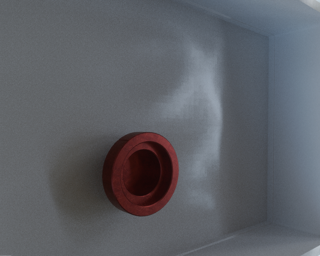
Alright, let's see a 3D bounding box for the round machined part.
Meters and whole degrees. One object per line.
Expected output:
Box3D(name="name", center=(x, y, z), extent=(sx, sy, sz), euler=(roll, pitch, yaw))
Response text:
Box3D(name="round machined part", center=(-0.027, 0.053, 0.375), extent=(0.099, 0.042, 0.097), euler=(0, 90, -40))
